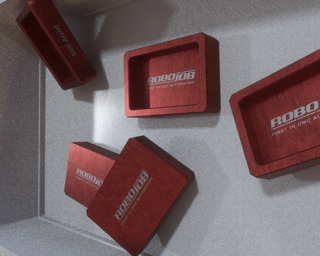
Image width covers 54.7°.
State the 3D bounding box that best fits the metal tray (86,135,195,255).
[{"bbox_3d":[-0.028,0.086,0.399,0.090,0.030,0.129,36,106,16],"label":"metal tray"}]

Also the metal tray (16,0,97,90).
[{"bbox_3d":[-0.159,-0.123,0.473,0.090,0.030,0.130,1,126,55],"label":"metal tray"}]

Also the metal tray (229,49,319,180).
[{"bbox_3d":[0.135,-0.014,0.280,0.130,0.030,0.090,-28,61,36],"label":"metal tray"}]

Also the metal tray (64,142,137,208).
[{"bbox_3d":[-0.094,0.079,0.478,0.130,0.030,0.089,16,100,38],"label":"metal tray"}]

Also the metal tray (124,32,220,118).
[{"bbox_3d":[0.010,-0.060,0.392,0.130,0.030,0.089,-2,89,39],"label":"metal tray"}]
